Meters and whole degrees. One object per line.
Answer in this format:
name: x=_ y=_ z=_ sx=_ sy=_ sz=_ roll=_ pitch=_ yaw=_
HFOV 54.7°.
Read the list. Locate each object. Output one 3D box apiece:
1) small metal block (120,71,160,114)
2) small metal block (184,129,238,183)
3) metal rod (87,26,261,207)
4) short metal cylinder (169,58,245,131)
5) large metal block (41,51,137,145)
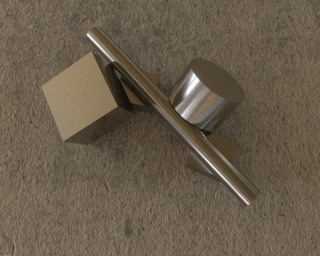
small metal block: x=-0.030 y=-0.051 z=0.428 sx=0.050 sy=0.025 sz=0.050 roll=12 pitch=70 yaw=4
small metal block: x=0.065 y=0.035 z=0.398 sx=0.050 sy=0.025 sz=0.050 roll=23 pitch=71 yaw=8
metal rod: x=0.007 y=-0.024 z=0.392 sx=0.025 sy=0.025 sz=0.300 roll=-39 pitch=75 yaw=-13
short metal cylinder: x=0.059 y=-0.043 z=0.391 sx=0.080 sy=0.050 sz=0.080 roll=23 pitch=37 yaw=-19
large metal block: x=-0.089 y=-0.035 z=0.390 sx=0.080 sy=0.050 sz=0.080 roll=-31 pitch=72 yaw=13
